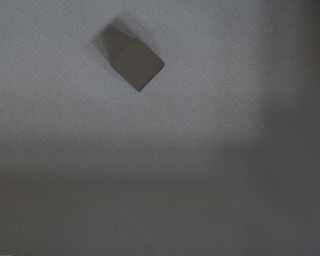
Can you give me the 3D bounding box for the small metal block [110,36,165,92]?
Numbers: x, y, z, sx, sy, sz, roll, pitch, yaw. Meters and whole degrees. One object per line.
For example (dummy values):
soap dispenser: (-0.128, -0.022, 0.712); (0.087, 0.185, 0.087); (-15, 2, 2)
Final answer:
small metal block: (-0.029, -0.083, 0.411); (0.050, 0.025, 0.050); (43, 90, -1)
